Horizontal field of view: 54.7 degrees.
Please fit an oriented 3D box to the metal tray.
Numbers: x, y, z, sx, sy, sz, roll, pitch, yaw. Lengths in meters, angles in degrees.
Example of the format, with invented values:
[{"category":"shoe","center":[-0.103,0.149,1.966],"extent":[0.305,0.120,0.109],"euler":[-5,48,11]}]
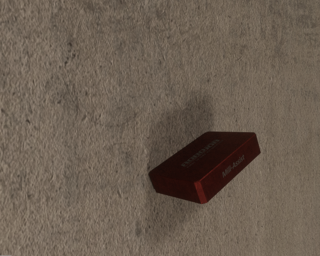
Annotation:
[{"category":"metal tray","center":[0.062,0.046,0.416],"extent":[0.131,0.090,0.030],"euler":[-31,110,-36]}]
